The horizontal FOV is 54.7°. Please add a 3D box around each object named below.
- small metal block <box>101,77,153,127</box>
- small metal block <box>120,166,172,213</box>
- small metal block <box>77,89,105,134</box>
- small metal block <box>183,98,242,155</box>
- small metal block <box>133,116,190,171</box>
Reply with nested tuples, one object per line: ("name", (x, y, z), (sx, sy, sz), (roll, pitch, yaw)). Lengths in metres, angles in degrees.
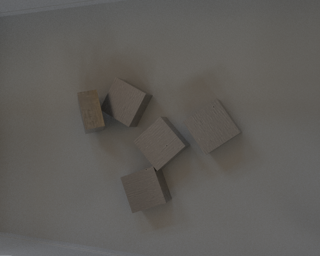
("small metal block", (-0.046, -0.035, 0.426), (0.050, 0.025, 0.050), (30, 100, 17))
("small metal block", (-0.018, 0.081, 0.416), (0.050, 0.025, 0.050), (-22, 83, 18))
("small metal block", (-0.096, -0.021, 0.427), (0.025, 0.050, 0.050), (-12, 85, -15))
("small metal block", (0.066, -0.001, 0.387), (0.050, 0.025, 0.050), (-36, 79, 16))
("small metal block", (0.003, 0.020, 0.409), (0.050, 0.025, 0.050), (-43, 77, 14))
